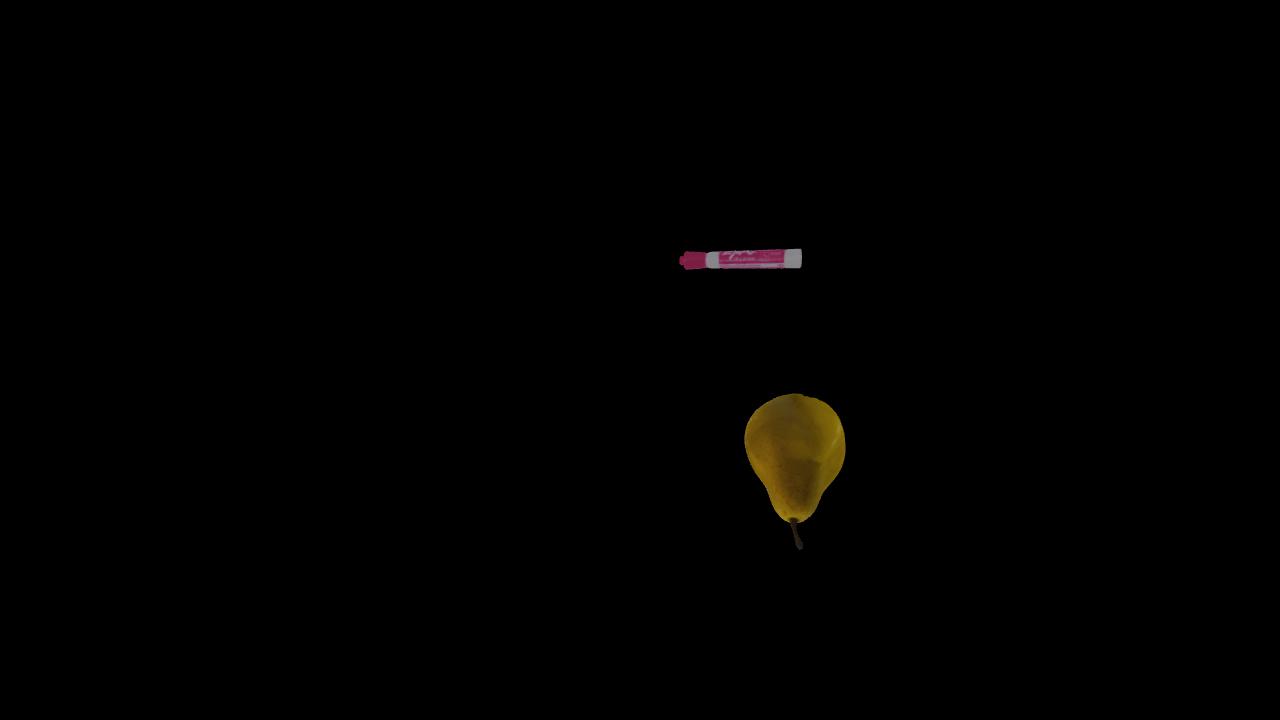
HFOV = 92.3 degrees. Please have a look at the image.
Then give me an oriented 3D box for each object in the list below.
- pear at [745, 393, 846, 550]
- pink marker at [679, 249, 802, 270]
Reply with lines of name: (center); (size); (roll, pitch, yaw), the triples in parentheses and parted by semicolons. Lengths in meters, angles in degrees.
pear: (0.110, 0.079, 0.449); (0.080, 0.080, 0.111); (0, 40, 22)
pink marker: (0.099, -0.100, 0.613); (0.121, 0.020, 0.020); (2, 1, 19)
